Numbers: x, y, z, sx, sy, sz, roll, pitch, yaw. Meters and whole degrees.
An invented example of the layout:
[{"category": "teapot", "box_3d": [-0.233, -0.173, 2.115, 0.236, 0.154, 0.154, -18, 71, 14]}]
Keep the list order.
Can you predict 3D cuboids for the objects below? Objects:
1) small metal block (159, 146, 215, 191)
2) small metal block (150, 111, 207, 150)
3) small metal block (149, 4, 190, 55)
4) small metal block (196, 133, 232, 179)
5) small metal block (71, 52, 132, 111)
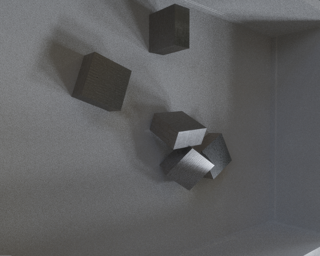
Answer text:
[{"category": "small metal block", "box_3d": [0.037, 0.051, 0.423, 0.050, 0.025, 0.050, -47, 124, 8]}, {"category": "small metal block", "box_3d": [0.024, 0.001, 0.406, 0.050, 0.050, 0.025, -7, 123, -40]}, {"category": "small metal block", "box_3d": [0.011, -0.125, 0.399, 0.025, 0.050, 0.050, 0, 90, -40]}, {"category": "small metal block", "box_3d": [0.078, 0.042, 0.472, 0.050, 0.025, 0.050, -37, 113, -34]}, {"category": "small metal block", "box_3d": [-0.065, -0.051, 0.352, 0.050, 0.025, 0.050, 22, 76, -38]}]
